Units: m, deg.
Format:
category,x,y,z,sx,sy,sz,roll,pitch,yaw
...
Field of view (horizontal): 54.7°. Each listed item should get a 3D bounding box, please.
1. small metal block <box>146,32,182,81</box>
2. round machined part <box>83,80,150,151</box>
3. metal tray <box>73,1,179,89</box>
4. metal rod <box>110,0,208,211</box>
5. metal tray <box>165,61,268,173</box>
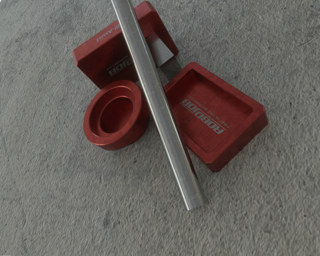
category,x,y,z,sx,sy,sz,roll,pitch,yaw
small metal block,0.004,-0.100,0.441,0.025,0.050,0.050,-38,66,5
round machined part,-0.054,-0.014,0.425,0.098,0.042,0.098,-16,57,26
metal tray,-0.048,-0.110,0.454,0.130,0.090,0.030,-33,52,7
metal rod,-0.010,-0.051,0.372,0.025,0.025,0.299,-23,75,14
metal tray,0.053,-0.019,0.385,0.090,0.030,0.130,-44,51,-3
